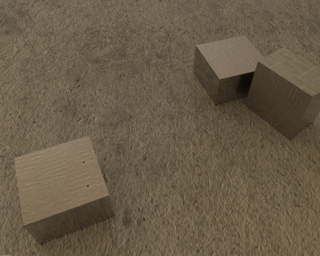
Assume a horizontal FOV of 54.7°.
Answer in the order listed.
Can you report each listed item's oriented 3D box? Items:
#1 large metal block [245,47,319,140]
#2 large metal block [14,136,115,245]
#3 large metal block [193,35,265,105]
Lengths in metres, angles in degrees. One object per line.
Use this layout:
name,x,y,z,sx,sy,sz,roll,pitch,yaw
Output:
large metal block,0.167,-0.045,0.406,0.050,0.080,0.080,-30,56,-23
large metal block,-0.101,0.064,0.332,0.081,0.050,0.080,-18,52,-14
large metal block,0.104,-0.087,0.461,0.081,0.050,0.080,-15,52,-12
